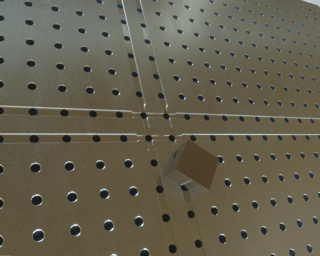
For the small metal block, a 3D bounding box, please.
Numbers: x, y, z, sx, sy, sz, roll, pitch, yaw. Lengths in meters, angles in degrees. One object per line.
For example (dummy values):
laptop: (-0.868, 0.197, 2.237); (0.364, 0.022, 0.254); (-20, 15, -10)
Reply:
small metal block: (0.043, 0.051, 0.400); (0.050, 0.025, 0.050); (33, 51, -7)
